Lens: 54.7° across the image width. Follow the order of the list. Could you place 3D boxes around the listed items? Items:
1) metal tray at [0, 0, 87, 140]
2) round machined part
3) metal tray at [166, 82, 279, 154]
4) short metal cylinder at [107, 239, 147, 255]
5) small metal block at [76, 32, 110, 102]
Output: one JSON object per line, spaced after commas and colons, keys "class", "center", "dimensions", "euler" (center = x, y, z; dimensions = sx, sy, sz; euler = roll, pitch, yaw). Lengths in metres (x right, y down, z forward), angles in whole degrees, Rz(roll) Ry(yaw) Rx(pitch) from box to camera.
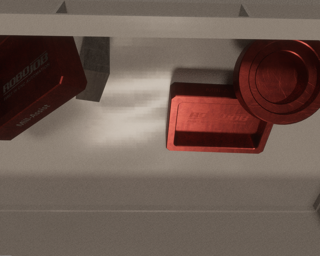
{"class": "metal tray", "center": [-0.139, -0.052, 0.313], "dimensions": [0.130, 0.090, 0.030], "euler": [-28, 163, 27]}
{"class": "round machined part", "center": [0.127, -0.054, 0.335], "dimensions": [0.099, 0.042, 0.097], "euler": [0, 98, -2]}
{"class": "metal tray", "center": [0.075, -0.010, 0.397], "dimensions": [0.131, 0.030, 0.089], "euler": [2, 130, -3]}
{"class": "short metal cylinder", "center": [-0.067, 0.268, 0.623], "dimensions": [0.081, 0.050, 0.079], "euler": [0, 130, 0]}
{"class": "small metal block", "center": [-0.071, -0.063, 0.327], "dimensions": [0.025, 0.050, 0.050], "euler": [7, 148, -21]}
